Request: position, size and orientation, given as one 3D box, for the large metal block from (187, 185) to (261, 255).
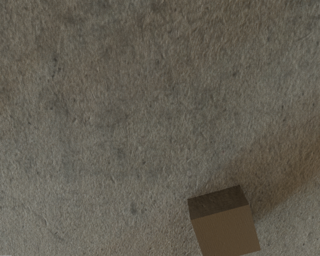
[{"bbox_3d":[0.092,0.139,0.449,0.080,0.050,0.080,-17,110,5],"label":"large metal block"}]
